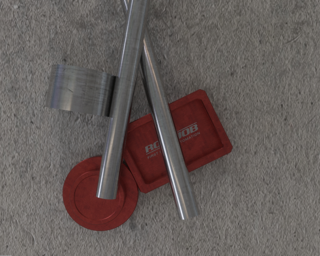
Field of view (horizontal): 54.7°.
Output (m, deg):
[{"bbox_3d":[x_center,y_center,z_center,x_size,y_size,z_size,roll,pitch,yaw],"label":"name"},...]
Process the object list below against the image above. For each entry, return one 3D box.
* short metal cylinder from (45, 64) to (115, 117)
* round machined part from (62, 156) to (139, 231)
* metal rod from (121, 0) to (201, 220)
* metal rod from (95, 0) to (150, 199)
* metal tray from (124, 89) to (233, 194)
[{"bbox_3d":[-0.095,-0.044,0.382,0.080,0.080,0.050,9,90,0],"label":"short metal cylinder"},{"bbox_3d":[-0.077,0.085,0.401,0.099,0.042,0.097,0,90,0],"label":"round machined part"},{"bbox_3d":[-0.004,-0.040,0.382,0.025,0.025,0.299,-15,79,0],"label":"metal rod"},{"bbox_3d":[-0.039,-0.066,0.370,0.025,0.025,0.298,10,89,0],"label":"metal rod"},{"bbox_3d":[0.016,0.017,0.407,0.131,0.030,0.090,-26,90,0],"label":"metal tray"}]
